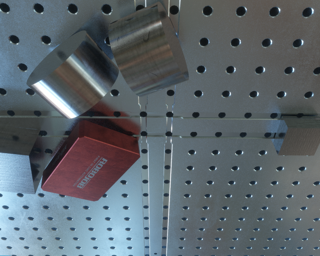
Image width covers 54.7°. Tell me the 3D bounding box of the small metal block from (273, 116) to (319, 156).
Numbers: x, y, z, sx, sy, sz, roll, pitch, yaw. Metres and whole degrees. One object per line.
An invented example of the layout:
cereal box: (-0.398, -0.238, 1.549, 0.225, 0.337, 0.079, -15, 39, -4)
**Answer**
small metal block: (0.189, 0.011, 0.423, 0.050, 0.025, 0.050, 0, 130, -1)

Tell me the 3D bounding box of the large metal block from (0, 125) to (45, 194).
large metal block: (-0.211, 0.044, 0.430, 0.081, 0.050, 0.079, 7, 130, -6)

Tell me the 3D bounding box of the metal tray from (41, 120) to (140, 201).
metal tray: (-0.100, 0.052, 0.442, 0.091, 0.030, 0.129, 22, 128, -31)

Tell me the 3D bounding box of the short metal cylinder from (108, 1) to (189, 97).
short metal cylinder: (-0.009, -0.077, 0.310, 0.050, 0.080, 0.080, -19, 128, 15)

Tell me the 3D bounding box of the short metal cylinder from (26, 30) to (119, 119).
short metal cylinder: (-0.091, -0.056, 0.327, 0.080, 0.080, 0.050, -27, 125, 21)
